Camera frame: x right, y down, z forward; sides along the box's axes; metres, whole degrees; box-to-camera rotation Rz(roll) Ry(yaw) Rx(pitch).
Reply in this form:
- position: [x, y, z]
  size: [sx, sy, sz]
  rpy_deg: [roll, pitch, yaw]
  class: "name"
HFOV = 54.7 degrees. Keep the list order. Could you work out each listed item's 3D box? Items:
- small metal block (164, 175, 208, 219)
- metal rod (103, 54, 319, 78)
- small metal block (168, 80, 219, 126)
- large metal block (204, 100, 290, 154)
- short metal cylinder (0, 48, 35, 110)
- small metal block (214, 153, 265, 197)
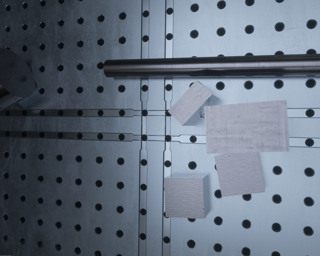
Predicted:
- position: [0.034, 0.088, 0.400]
  size: [0.050, 0.025, 0.050]
  rpy_deg: [-3, 89, 19]
  class: "small metal block"
- position: [0.069, -0.077, 0.387]
  size: [0.301, 0.025, 0.025]
  rpy_deg: [3, 91, 19]
  class: "metal rod"
- position: [0.043, -0.029, 0.384]
  size: [0.025, 0.050, 0.050]
  rpy_deg: [46, 104, 14]
  class: "small metal block"
- position: [0.099, 0.000, 0.348]
  size: [0.080, 0.080, 0.050]
  rpy_deg: [-3, 89, 19]
  class: "large metal block"
- position: [-0.238, -0.072, 0.465]
  size: [0.050, 0.080, 0.080]
  rpy_deg: [-23, 83, 18]
  class: "short metal cylinder"
- position: [0.098, 0.054, 0.378]
  size: [0.050, 0.025, 0.050]
  rpy_deg: [-11, 86, 19]
  class: "small metal block"
